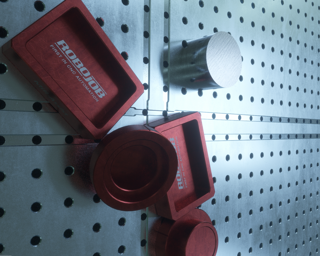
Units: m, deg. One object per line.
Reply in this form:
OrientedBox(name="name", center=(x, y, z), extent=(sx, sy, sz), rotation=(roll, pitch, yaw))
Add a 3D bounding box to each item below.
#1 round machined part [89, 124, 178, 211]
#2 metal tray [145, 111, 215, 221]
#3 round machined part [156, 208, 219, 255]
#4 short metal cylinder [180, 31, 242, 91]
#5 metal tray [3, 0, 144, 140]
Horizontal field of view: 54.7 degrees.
OrientedBox(name="round machined part", center=(-0.032, 0.042, 0.358), extent=(0.099, 0.042, 0.097), rotation=(-8, 110, -22))
OrientedBox(name="metal tray", center=(0.027, 0.049, 0.430), extent=(0.091, 0.030, 0.129), rotation=(-20, 103, -38))
OrientedBox(name="round machined part", center=(0.045, 0.163, 0.439), extent=(0.099, 0.042, 0.097), rotation=(0, 90, -40))
OrientedBox(name="short metal cylinder", center=(0.077, -0.097, 0.459), extent=(0.081, 0.050, 0.079), rotation=(0, 90, -40))
OrientedBox(name="metal tray", center=(-0.085, -0.061, 0.335), extent=(0.090, 0.030, 0.130), rotation=(-52, 121, -27))
